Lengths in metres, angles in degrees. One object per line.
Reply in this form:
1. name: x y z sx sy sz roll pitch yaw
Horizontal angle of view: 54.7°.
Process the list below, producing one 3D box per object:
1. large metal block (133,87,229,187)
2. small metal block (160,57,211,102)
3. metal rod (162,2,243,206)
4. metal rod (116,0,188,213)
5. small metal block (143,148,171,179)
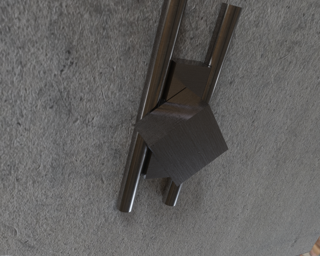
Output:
1. large metal block: 0.027 0.012 0.381 0.080 0.050 0.080 -35 129 -5
2. small metal block: 0.030 -0.059 0.388 0.050 0.025 0.050 1 118 -29
3. metal rod: 0.051 -0.015 0.429 0.025 0.025 0.298 1 118 -29
4. metal rod: -0.016 -0.016 0.392 0.025 0.025 0.298 1 118 -29
5. small metal block: 0.002 0.043 0.436 0.050 0.025 0.050 1 118 -29
